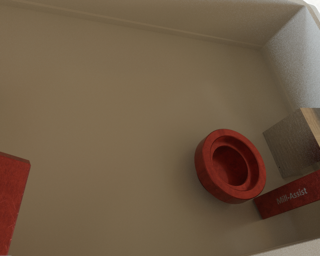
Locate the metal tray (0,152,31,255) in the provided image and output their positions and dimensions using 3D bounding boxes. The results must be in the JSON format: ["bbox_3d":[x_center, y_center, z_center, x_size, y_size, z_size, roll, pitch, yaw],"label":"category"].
[{"bbox_3d":[-0.136,0.080,0.210,0.030,0.130,0.090,26,47,-32],"label":"metal tray"}]

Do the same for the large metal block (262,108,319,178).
[{"bbox_3d":[0.218,0.024,0.476,0.050,0.080,0.080,-2,63,-30],"label":"large metal block"}]

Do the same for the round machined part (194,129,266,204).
[{"bbox_3d":[0.088,0.054,0.411,0.099,0.042,0.098,14,56,-21],"label":"round machined part"}]

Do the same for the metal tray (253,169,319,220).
[{"bbox_3d":[0.197,0.078,0.400,0.091,0.129,0.030,-8,66,-32],"label":"metal tray"}]
